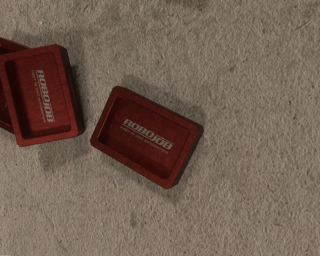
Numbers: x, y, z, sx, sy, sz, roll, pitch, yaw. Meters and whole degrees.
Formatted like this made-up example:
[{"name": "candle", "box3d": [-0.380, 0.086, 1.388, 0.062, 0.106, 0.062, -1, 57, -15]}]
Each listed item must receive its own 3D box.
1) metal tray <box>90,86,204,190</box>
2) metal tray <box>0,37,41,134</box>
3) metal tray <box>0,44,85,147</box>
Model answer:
[{"name": "metal tray", "box3d": [-0.019, 0.010, 0.412, 0.130, 0.030, 0.090, 28, 99, 17]}, {"name": "metal tray", "box3d": [-0.228, -0.065, 0.484, 0.090, 0.030, 0.129, 23, 97, 18]}, {"name": "metal tray", "box3d": [-0.167, -0.045, 0.440, 0.090, 0.030, 0.129, -11, 96, 3]}]
